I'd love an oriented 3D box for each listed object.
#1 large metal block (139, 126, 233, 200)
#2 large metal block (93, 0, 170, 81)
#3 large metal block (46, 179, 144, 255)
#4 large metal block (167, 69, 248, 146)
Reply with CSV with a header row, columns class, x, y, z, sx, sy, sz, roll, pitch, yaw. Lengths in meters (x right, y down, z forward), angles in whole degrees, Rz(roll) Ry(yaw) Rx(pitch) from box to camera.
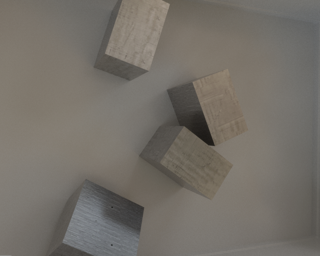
class,x,y,z,sx,sy,sz,roll,pitch,yaw
large metal block,0.030,0.041,0.394,0.080,0.080,0.050,38,78,-17
large metal block,-0.037,-0.107,0.368,0.050,0.080,0.080,19,84,-20
large metal block,-0.070,0.118,0.350,0.080,0.050,0.080,31,36,-18
large metal block,0.059,-0.025,0.404,0.050,0.080,0.080,-23,98,-19
